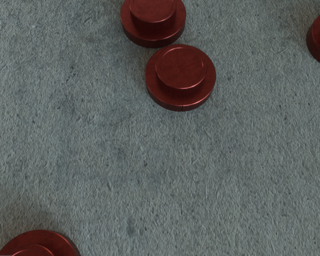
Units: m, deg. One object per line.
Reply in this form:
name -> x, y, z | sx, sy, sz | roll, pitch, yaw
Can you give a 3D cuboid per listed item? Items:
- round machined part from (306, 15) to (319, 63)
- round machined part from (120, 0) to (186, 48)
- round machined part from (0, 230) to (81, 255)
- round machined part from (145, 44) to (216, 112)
round machined part -> 0.271, -0.135, 0.450 | 0.099, 0.042, 0.098 | 0, 70, 0
round machined part -> -0.010, -0.172, 0.462 | 0.099, 0.042, 0.098 | 0, 70, 0
round machined part -> -0.138, 0.162, 0.339 | 0.099, 0.042, 0.098 | 0, 70, 0
round machined part -> 0.028, -0.075, 0.427 | 0.099, 0.042, 0.098 | 0, 70, 0
